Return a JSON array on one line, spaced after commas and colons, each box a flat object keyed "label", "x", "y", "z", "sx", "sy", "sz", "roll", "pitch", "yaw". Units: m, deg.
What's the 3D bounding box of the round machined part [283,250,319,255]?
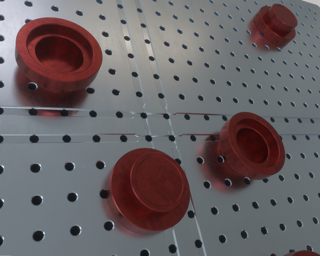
[{"label": "round machined part", "x": 0.170, "y": 0.199, "z": 0.367, "sx": 0.099, "sy": 0.042, "sz": 0.098, "roll": 13, "pitch": 56, "yaw": -21}]

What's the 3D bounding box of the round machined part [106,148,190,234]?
[{"label": "round machined part", "x": -0.008, "y": 0.066, "z": 0.352, "sx": 0.099, "sy": 0.042, "sz": 0.098, "roll": 13, "pitch": 56, "yaw": -21}]

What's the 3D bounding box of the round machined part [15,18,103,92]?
[{"label": "round machined part", "x": -0.124, "y": -0.084, "z": 0.382, "sx": 0.099, "sy": 0.042, "sz": 0.098, "roll": 13, "pitch": 56, "yaw": -21}]

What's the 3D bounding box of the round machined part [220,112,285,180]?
[{"label": "round machined part", "x": 0.127, "y": 0.029, "z": 0.447, "sx": 0.099, "sy": 0.042, "sz": 0.098, "roll": 13, "pitch": 56, "yaw": -21}]

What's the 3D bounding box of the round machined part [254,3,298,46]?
[{"label": "round machined part", "x": 0.258, "y": -0.231, "z": 0.676, "sx": 0.099, "sy": 0.042, "sz": 0.098, "roll": 13, "pitch": 56, "yaw": -21}]
